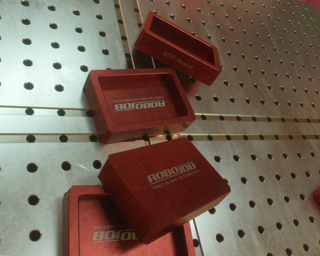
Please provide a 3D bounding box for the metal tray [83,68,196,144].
[{"bbox_3d":[-0.025,-0.034,0.413,0.131,0.030,0.090,-9,66,-32],"label":"metal tray"}]

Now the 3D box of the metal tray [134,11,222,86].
[{"bbox_3d":[0.030,-0.125,0.482,0.131,0.030,0.090,25,35,-13],"label":"metal tray"}]

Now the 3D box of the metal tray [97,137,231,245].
[{"bbox_3d":[0.009,0.060,0.343,0.131,0.030,0.090,-11,52,-46],"label":"metal tray"}]

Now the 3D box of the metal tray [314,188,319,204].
[{"bbox_3d":[0.321,0.117,0.509,0.131,0.030,0.090,-20,72,-36],"label":"metal tray"}]

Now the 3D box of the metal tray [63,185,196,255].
[{"bbox_3d":[-0.031,0.108,0.323,0.131,0.030,0.090,5,59,-26],"label":"metal tray"}]
